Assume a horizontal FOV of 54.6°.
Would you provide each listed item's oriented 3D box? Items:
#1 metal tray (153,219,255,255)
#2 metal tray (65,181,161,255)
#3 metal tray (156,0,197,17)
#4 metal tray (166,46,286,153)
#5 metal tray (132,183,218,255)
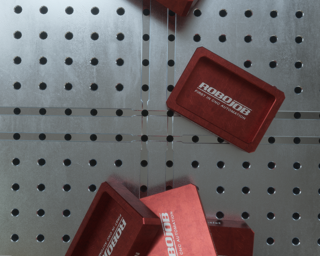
[{"bbox_3d":[0.053,0.169,0.411,0.131,0.030,0.090,4,90,0],"label":"metal tray"},{"bbox_3d":[-0.064,0.143,0.379,0.090,0.030,0.130,31,95,42],"label":"metal tray"},{"bbox_3d":[0.001,-0.212,0.393,0.130,0.030,0.090,33,67,-1],"label":"metal tray"},{"bbox_3d":[0.084,-0.036,0.411,0.130,0.030,0.090,30,90,0],"label":"metal tray"},{"bbox_3d":[0.019,0.143,0.377,0.090,0.030,0.130,-18,61,5],"label":"metal tray"}]
